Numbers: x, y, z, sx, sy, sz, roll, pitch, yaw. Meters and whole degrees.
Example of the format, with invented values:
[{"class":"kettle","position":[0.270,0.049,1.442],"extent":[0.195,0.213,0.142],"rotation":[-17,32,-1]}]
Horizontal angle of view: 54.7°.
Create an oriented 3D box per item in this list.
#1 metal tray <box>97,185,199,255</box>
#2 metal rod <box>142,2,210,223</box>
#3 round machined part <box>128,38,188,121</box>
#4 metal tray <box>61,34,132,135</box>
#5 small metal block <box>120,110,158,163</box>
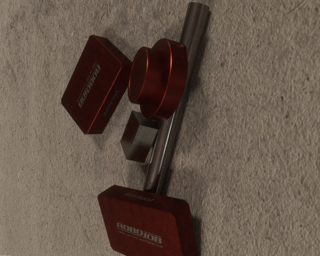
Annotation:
[{"class":"metal tray","position":[-0.018,0.128,0.396],"extent":[0.130,0.030,0.089],"rotation":[2,111,39]},{"class":"metal rod","position":[0.011,-0.003,0.394],"extent":[0.025,0.025,0.298],"rotation":[23,104,37]},{"class":"round machined part","position":[-0.008,-0.060,0.372],"extent":[0.098,0.042,0.097],"rotation":[-170,90,-68]},{"class":"metal tray","position":[-0.099,-0.065,0.481],"extent":[0.090,0.030,0.129],"rotation":[47,117,29]},{"class":"small metal block","position":[-0.029,0.011,0.413],"extent":[0.050,0.025,0.050],"rotation":[-67,24,18]}]
